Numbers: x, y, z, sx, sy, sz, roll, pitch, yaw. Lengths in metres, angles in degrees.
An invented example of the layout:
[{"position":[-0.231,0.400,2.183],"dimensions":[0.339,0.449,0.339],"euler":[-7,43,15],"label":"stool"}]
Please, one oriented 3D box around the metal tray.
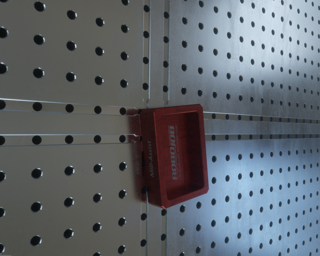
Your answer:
[{"position":[0.022,0.035,0.426],"dimensions":[0.091,0.030,0.129],"euler":[-9,96,-40],"label":"metal tray"}]
